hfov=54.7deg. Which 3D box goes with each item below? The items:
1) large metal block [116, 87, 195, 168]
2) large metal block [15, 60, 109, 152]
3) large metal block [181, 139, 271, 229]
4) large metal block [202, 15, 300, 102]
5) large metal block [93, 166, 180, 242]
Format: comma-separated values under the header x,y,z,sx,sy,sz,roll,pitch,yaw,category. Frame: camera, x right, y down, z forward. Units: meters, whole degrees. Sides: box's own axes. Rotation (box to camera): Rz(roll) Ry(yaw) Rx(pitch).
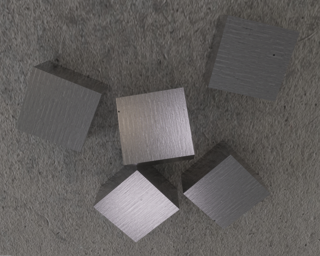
x,y,z,sx,sy,sz,roll,pitch,yaw,category
-0.005,0.002,0.378,0.080,0.050,0.080,-9,78,3,large metal block
-0.119,-0.028,0.385,0.080,0.050,0.079,22,109,-8,large metal block
0.087,0.077,0.425,0.080,0.050,0.080,-43,105,14,large metal block
0.103,-0.084,0.366,0.081,0.050,0.079,12,110,-5,large metal block
-0.031,0.097,0.432,0.080,0.050,0.080,-41,105,13,large metal block
